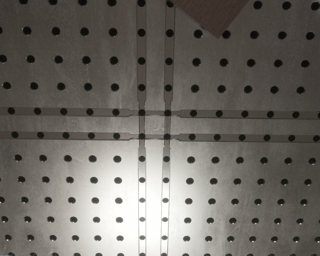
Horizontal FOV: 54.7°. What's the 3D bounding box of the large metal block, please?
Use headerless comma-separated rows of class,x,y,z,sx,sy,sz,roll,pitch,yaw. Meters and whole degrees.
large metal block,0.056,-0.158,0.343,0.080,0.050,0.080,35,106,-13
